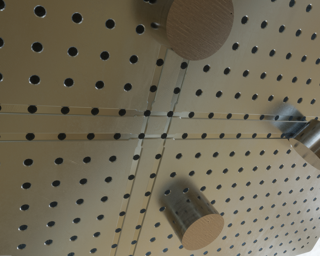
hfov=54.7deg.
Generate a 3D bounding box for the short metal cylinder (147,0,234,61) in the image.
[{"bbox_3d":[0.032,-0.120,0.338,0.081,0.050,0.079,-14,124,-21],"label":"short metal cylinder"}]

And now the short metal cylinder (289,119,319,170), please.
[{"bbox_3d":[0.278,0.030,0.546,0.050,0.080,0.080,-43,130,1],"label":"short metal cylinder"}]

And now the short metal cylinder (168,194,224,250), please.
[{"bbox_3d":[0.061,0.160,0.527,0.081,0.050,0.079,-14,124,-21],"label":"short metal cylinder"}]
